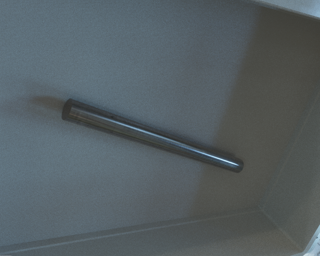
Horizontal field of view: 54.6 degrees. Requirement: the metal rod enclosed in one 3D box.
[{"bbox_3d":[0.014,0.021,0.426,0.302,0.025,0.025,20,108,-36],"label":"metal rod"}]
